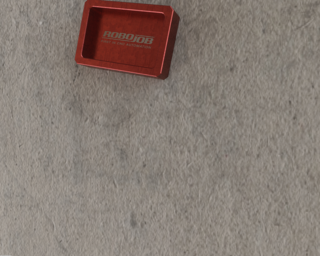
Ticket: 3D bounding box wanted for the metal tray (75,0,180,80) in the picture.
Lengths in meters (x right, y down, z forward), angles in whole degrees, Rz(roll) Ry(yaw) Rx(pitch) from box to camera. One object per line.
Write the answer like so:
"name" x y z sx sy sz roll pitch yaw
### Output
"metal tray" -0.046 -0.121 0.421 0.130 0.030 0.089 13 94 19
